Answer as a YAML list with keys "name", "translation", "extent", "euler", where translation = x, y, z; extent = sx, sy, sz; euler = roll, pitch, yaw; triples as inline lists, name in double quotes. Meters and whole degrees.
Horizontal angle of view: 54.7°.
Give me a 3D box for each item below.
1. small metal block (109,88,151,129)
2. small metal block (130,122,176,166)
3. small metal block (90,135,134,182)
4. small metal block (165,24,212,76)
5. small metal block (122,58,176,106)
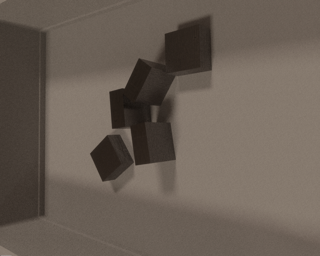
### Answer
- name: "small metal block"
  translation: [-0.040, -0.025, 0.421]
  extent: [0.025, 0.050, 0.050]
  euler: [-8, 85, 40]
- name: "small metal block"
  translation: [-0.008, 0.020, 0.395]
  extent: [0.025, 0.050, 0.050]
  euler: [-13, 82, 39]
- name: "small metal block"
  translation: [-0.073, 0.045, 0.464]
  extent: [0.050, 0.025, 0.050]
  euler: [-44, 64, 31]
- name: "small metal block"
  translation: [0.034, -0.093, 0.377]
  extent: [0.050, 0.025, 0.050]
  euler: [-3, 88, 39]
- name: "small metal block"
  translation: [-0.013, -0.058, 0.399]
  extent: [0.025, 0.050, 0.050]
  euler: [41, 114, 32]
